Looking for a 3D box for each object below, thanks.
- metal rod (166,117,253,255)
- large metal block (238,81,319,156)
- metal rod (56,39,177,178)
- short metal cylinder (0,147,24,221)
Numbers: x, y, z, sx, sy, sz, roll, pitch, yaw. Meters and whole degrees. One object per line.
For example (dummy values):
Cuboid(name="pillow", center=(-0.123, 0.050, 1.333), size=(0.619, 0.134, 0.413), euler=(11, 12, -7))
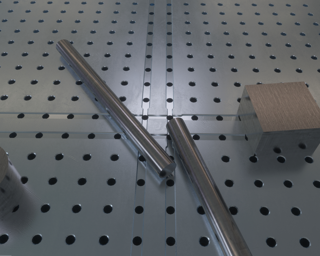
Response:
Cuboid(name="metal rod", center=(0.067, 0.104, 0.320), size=(0.025, 0.025, 0.300), euler=(-14, 52, -12))
Cuboid(name="large metal block", center=(0.155, -0.013, 0.403), size=(0.081, 0.050, 0.080), euler=(-4, 50, -4))
Cuboid(name="metal rod", center=(-0.077, -0.044, 0.443), size=(0.025, 0.025, 0.300), euler=(-28, 56, -22))
Cuboid(name="short metal cylinder", center=(-0.198, 0.062, 0.338), size=(0.081, 0.050, 0.080), euler=(0, 50, 0))
